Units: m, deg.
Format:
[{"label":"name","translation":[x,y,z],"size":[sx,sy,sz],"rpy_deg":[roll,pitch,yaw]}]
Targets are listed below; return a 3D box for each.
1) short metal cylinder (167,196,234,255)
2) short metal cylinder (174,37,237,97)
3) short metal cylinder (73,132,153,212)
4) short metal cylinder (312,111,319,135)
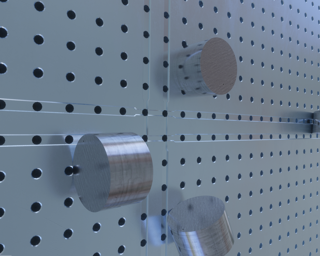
[{"label":"short metal cylinder","translation":[0.055,0.136,0.423],"size":[0.081,0.080,0.050],"rpy_deg":[-30,109,-36]},{"label":"short metal cylinder","translation":[0.067,-0.086,0.452],"size":[0.081,0.050,0.079],"rpy_deg":[0,90,-40]},{"label":"short metal cylinder","translation":[-0.052,0.045,0.331],"size":[0.050,0.080,0.079],"rpy_deg":[-1,91,-40]},{"label":"short metal cylinder","translation":[0.395,-0.010,0.710],"size":[0.081,0.080,0.050],"rpy_deg":[10,84,-40]}]
